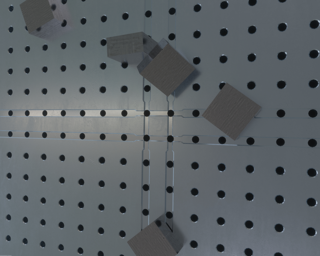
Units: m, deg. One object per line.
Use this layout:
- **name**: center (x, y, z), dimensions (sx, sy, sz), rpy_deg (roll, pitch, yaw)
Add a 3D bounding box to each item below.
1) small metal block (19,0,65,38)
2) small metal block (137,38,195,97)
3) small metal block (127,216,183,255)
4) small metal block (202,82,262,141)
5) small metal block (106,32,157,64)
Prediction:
- **small metal block**: center (-0.181, -0.176, 0.478), dimensions (0.050, 0.025, 0.050), rpy_deg (-23, 83, 18)
- **small metal block**: center (0.007, -0.077, 0.396), dimensions (0.050, 0.025, 0.050), rpy_deg (36, 107, -30)
- **small metal block**: center (-0.007, 0.156, 0.415), dimensions (0.050, 0.025, 0.050), rpy_deg (-41, 77, 15)
- **small metal block**: center (0.089, -0.020, 0.381), dimensions (0.050, 0.025, 0.050), rpy_deg (39, 102, 15)
- **small metal block**: center (-0.036, -0.105, 0.412), dimensions (0.050, 0.050, 0.025), rpy_deg (-3, 89, 20)
